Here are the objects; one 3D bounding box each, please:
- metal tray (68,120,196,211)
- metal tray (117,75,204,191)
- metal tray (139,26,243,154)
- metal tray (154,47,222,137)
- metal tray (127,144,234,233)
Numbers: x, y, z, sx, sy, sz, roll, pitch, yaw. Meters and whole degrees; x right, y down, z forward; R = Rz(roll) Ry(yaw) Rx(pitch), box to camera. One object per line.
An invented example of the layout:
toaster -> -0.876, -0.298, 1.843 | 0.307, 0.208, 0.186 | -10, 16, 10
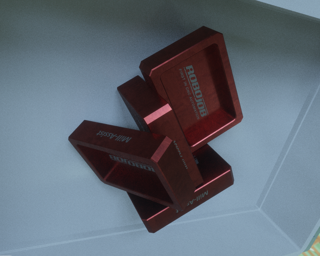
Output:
metal tray -> -0.033, 0.040, 0.349 | 0.030, 0.130, 0.090 | -54, 136, -30
metal tray -> 0.002, 0.010, 0.372 | 0.030, 0.090, 0.130 | -32, 129, -8
metal tray -> 0.042, -0.040, 0.364 | 0.090, 0.030, 0.130 | -32, 128, -8
metal tray -> 0.050, -0.041, 0.409 | 0.090, 0.030, 0.129 | -29, 128, -8
metal tray -> 0.021, 0.071, 0.422 | 0.131, 0.090, 0.030 | -29, 129, -11
